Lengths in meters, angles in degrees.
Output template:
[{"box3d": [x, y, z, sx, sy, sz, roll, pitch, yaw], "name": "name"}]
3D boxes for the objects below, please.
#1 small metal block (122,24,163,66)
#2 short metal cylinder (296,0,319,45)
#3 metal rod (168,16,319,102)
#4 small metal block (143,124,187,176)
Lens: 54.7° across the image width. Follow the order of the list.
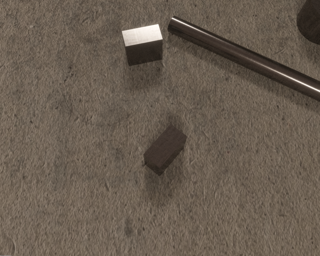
[{"box3d": [-0.024, -0.116, 0.437, 0.050, 0.050, 0.025, -13, 71, -5], "name": "small metal block"}, {"box3d": [0.254, -0.170, 0.460, 0.081, 0.050, 0.080, 0, 70, 0], "name": "short metal cylinder"}, {"box3d": [0.149, -0.088, 0.442, 0.301, 0.025, 0.025, 27, 72, 9], "name": "metal rod"}, {"box3d": [0.006, 0.029, 0.385, 0.025, 0.050, 0.050, 38, 74, 12], "name": "small metal block"}]
